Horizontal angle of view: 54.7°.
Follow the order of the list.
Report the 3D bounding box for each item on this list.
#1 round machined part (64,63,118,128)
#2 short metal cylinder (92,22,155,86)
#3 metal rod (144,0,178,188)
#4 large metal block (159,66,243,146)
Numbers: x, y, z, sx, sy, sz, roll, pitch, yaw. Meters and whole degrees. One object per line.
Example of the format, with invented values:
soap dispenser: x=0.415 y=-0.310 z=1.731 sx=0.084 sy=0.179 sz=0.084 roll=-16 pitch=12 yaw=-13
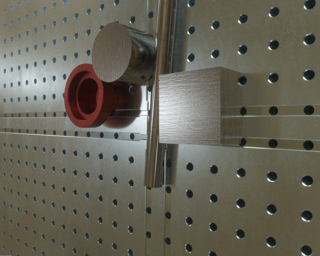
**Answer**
round machined part: x=-0.104 y=-0.049 z=0.484 sx=0.098 sy=0.042 sz=0.097 roll=0 pitch=90 yaw=40
short metal cylinder: x=-0.050 y=-0.102 z=0.435 sx=0.080 sy=0.050 sz=0.080 roll=0 pitch=90 yaw=40
metal rod: x=0.003 y=-0.071 z=0.407 sx=0.025 sy=0.025 sz=0.298 roll=8 pitch=95 yaw=40
large metal block: x=0.046 y=-0.022 z=0.355 sx=0.080 sy=0.050 sz=0.080 roll=0 pitch=90 yaw=40
